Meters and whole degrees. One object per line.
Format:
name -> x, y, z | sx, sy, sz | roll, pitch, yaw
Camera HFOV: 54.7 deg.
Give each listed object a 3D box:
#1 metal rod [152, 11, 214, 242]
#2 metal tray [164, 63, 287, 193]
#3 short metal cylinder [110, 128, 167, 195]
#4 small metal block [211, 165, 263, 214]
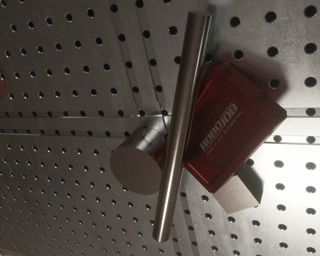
metal rod -> 0.021, 0.020, 0.365 | 0.025, 0.025, 0.298 | 18, 119, 17
metal tray -> 0.067, 0.004, 0.357 | 0.090, 0.030, 0.129 | 45, 131, 19
short metal cylinder -> -0.022, 0.046, 0.434 | 0.080, 0.050, 0.079 | 13, 124, 20
small metal block -> 0.098, 0.081, 0.409 | 0.050, 0.025, 0.050 | -31, 101, 37
